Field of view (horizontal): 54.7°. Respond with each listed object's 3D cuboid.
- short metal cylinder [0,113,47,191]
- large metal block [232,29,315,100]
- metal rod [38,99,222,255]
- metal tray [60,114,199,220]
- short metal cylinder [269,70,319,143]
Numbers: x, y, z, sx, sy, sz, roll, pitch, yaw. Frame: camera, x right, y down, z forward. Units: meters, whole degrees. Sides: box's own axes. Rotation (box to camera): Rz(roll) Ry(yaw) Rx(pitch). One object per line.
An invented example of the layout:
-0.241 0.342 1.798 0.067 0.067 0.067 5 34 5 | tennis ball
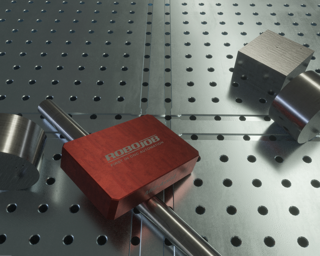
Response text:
-0.173 0.028 0.346 0.081 0.080 0.050 -3 50 -3 | short metal cylinder
0.172 -0.098 0.476 0.080 0.050 0.080 37 59 27 | large metal block
-0.052 0.053 0.362 0.025 0.025 0.300 -37 60 -27 | metal rod
-0.030 0.035 0.347 0.090 0.030 0.131 39 40 28 | metal tray
0.188 -0.026 0.397 0.081 0.080 0.050 -25 55 -20 | short metal cylinder
